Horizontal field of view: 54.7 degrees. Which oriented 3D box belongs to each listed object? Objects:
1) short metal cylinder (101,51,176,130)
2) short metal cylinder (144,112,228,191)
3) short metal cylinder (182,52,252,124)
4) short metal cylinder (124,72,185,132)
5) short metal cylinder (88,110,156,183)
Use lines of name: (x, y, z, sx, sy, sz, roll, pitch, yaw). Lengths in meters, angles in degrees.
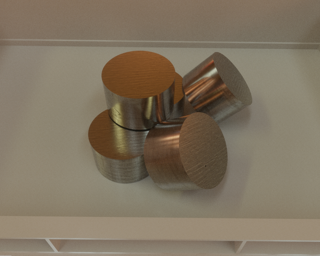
short metal cylinder: (-0.023, -0.044, 0.357, 0.081, 0.050, 0.080, 0, 50, 0)
short metal cylinder: (0.029, 0.027, 0.336, 0.050, 0.080, 0.080, -15, 35, 44)
short metal cylinder: (0.075, -0.051, 0.404, 0.080, 0.050, 0.080, 33, 38, -31)
short metal cylinder: (-0.007, -0.038, 0.418, 0.081, 0.050, 0.080, 0, 50, 0)
short metal cylinder: (-0.041, 0.019, 0.371, 0.081, 0.050, 0.080, 0, 50, 0)
